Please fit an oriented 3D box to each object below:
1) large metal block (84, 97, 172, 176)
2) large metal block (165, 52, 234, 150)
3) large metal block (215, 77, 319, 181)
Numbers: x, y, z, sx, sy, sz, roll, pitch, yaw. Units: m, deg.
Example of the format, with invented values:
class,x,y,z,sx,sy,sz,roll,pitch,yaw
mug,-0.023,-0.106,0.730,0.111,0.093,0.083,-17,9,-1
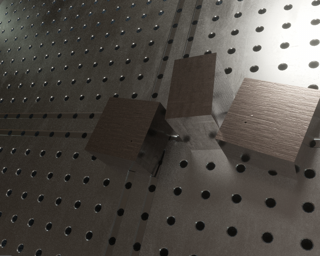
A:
class,x,y,z,sx,sy,sz,roll,pitch,yaw
large metal block,-0.038,0.009,0.405,0.080,0.050,0.080,9,66,31
large metal block,0.050,-0.027,0.362,0.050,0.080,0.080,-5,60,26
large metal block,0.118,-0.001,0.331,0.080,0.050,0.080,18,71,34
